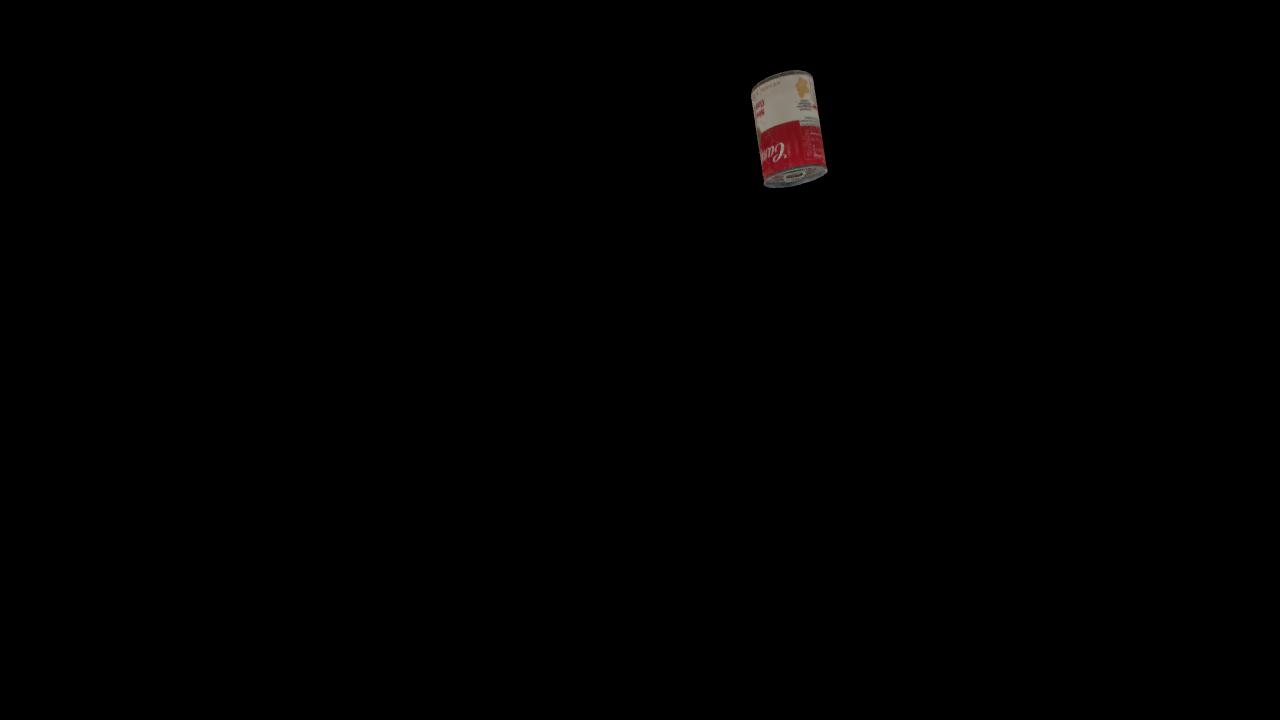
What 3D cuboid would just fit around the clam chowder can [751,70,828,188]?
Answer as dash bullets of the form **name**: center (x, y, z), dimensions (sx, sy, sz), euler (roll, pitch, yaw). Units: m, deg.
- **clam chowder can**: center (0.159, -0.244, 0.658), dimensions (0.068, 0.102, 0.068), euler (-8, 0, 0)
